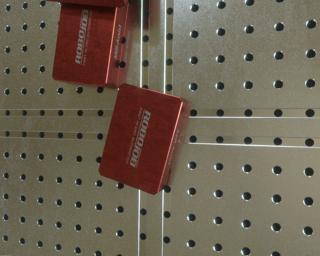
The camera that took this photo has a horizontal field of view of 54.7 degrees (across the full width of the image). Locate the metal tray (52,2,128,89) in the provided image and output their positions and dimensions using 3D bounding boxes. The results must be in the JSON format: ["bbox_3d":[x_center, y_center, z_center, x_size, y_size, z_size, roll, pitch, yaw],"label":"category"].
[{"bbox_3d":[-0.101,-0.127,0.444,0.090,0.030,0.129,9,93,19],"label":"metal tray"}]

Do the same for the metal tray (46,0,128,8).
[{"bbox_3d":[-0.092,-0.210,0.418,0.130,0.030,0.090,13,66,21],"label":"metal tray"}]

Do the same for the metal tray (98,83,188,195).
[{"bbox_3d":[-0.023,0.013,0.417,0.090,0.030,0.129,17,95,18],"label":"metal tray"}]
